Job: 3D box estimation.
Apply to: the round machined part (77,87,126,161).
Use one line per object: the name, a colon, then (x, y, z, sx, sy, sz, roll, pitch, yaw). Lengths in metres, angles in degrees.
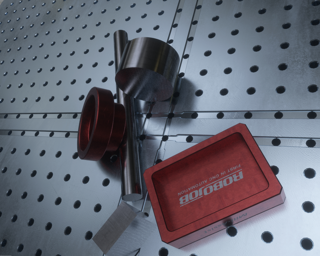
round machined part: (-0.078, -0.004, 0.418, 0.098, 0.042, 0.098, -34, 51, 56)

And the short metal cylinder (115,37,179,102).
short metal cylinder: (-0.016, -0.079, 0.429, 0.080, 0.080, 0.050, -1, 61, 27)

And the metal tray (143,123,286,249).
metal tray: (0.054, 0.062, 0.337, 0.130, 0.030, 0.090, -27, 52, 10)

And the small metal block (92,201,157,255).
small metal block: (-0.037, 0.114, 0.340, 0.025, 0.050, 0.050, 33, 80, 38)

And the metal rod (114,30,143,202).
metal rod: (-0.051, -0.039, 0.457, 0.025, 0.025, 0.299, -20, 54, 16)
